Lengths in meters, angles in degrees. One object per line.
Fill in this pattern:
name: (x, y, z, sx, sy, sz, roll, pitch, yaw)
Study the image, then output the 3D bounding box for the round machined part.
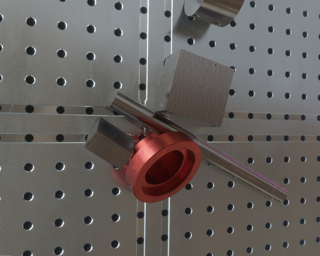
round machined part: (0.001, 0.043, 0.388, 0.099, 0.042, 0.097, -22, 136, -23)

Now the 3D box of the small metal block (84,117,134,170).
small metal block: (-0.060, 0.018, 0.375, 0.050, 0.050, 0.025, 35, 103, -17)

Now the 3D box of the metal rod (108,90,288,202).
metal rod: (0.065, 0.034, 0.438, 0.301, 0.025, 0.025, 30, 80, -18)

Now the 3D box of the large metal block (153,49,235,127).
large metal block: (0.044, -0.050, 0.417, 0.081, 0.050, 0.080, 16, 85, -20)

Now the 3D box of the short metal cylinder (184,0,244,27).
short metal cylinder: (0.073, -0.181, 0.411, 0.050, 0.080, 0.080, 11, 86, -20)
